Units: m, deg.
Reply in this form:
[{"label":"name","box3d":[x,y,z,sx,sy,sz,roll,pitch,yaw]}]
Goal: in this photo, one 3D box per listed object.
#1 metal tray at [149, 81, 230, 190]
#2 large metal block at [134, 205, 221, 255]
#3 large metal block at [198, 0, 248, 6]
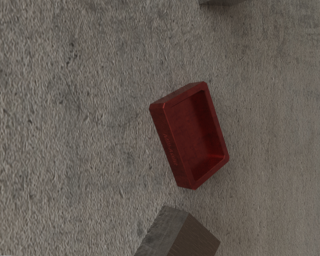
[{"label":"metal tray","box3d":[0.046,0.010,0.439,0.091,0.030,0.129,-32,110,-35]},{"label":"large metal block","box3d":[0.024,0.162,0.409,0.080,0.050,0.080,48,62,-29]},{"label":"large metal block","box3d":[0.098,-0.234,0.470,0.081,0.050,0.079,-16,100,-39]}]
